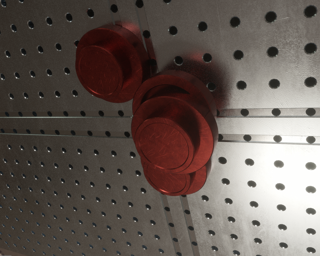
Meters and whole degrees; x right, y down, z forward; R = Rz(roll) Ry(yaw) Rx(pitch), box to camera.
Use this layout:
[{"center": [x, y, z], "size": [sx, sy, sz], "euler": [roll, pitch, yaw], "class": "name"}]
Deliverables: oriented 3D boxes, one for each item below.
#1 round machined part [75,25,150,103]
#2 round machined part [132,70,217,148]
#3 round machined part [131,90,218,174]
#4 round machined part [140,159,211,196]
[{"center": [-0.065, -0.075, 0.387], "size": [0.098, 0.042, 0.097], "euler": [13, 124, 20], "class": "round machined part"}, {"center": [0.020, -0.023, 0.372], "size": [0.098, 0.042, 0.097], "euler": [11, 120, 20], "class": "round machined part"}, {"center": [0.011, 0.011, 0.343], "size": [0.098, 0.042, 0.097], "euler": [11, 120, 20], "class": "round machined part"}, {"center": [0.017, 0.054, 0.424], "size": [0.098, 0.042, 0.097], "euler": [13, 124, 20], "class": "round machined part"}]
